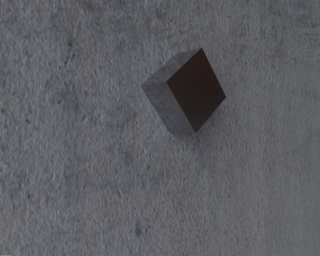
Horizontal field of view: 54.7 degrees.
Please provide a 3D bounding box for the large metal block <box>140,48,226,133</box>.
[{"bbox_3d":[0.034,-0.049,0.419,0.080,0.050,0.080,-47,118,-30],"label":"large metal block"}]
